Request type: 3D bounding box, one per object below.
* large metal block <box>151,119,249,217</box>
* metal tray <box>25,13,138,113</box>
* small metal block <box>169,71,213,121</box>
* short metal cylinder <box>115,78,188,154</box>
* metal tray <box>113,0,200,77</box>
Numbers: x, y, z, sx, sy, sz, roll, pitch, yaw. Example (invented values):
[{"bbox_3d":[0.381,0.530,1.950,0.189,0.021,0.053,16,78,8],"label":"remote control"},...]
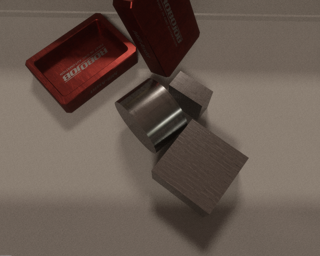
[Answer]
[{"bbox_3d":[0.047,0.050,0.379,0.080,0.050,0.080,36,74,12],"label":"large metal block"},{"bbox_3d":[-0.108,-0.094,0.440,0.130,0.030,0.090,-41,75,-14],"label":"metal tray"},{"bbox_3d":[0.039,-0.042,0.412,0.050,0.050,0.025,35,74,11],"label":"small metal block"},{"bbox_3d":[-0.011,-0.015,0.386,0.050,0.080,0.080,-38,75,-13],"label":"short metal cylinder"},{"bbox_3d":[0.002,-0.141,0.404,0.030,0.130,0.090,25,72,33],"label":"metal tray"}]
